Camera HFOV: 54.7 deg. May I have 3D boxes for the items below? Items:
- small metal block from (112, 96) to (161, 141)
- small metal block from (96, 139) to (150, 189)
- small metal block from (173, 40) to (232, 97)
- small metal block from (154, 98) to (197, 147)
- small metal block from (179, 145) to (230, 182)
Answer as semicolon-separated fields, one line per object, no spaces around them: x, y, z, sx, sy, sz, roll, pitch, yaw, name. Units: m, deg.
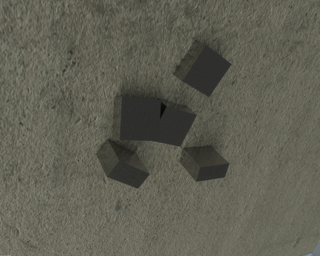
-0.028;-0.010;0.372;0.050;0.025;0.050;3;90;-29;small metal block
-0.048;0.045;0.393;0.050;0.050;0.025;31;101;-38;small metal block
0.053;-0.074;0.390;0.050;0.025;0.050;24;105;-37;small metal block
0.013;-0.007;0.410;0.050;0.025;0.050;14;111;-34;small metal block
0.065;0.051;0.458;0.050;0.050;0.025;-3;120;-27;small metal block
